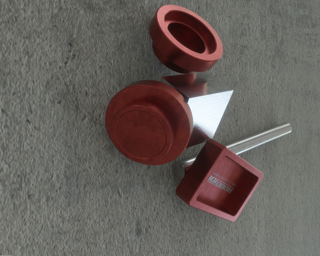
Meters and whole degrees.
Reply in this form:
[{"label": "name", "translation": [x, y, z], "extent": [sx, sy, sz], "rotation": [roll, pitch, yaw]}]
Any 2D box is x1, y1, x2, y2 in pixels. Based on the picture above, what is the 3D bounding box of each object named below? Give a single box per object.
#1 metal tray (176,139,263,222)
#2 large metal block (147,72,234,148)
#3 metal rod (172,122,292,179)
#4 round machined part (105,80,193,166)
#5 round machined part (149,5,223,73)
[{"label": "metal tray", "translation": [0.091, 0.081, 0.452], "extent": [0.130, 0.030, 0.090], "rotation": [32, 90, -43]}, {"label": "large metal block", "translation": [0.037, -0.022, 0.397], "extent": [0.081, 0.050, 0.079], "rotation": [-14, 134, -39]}, {"label": "metal rod", "translation": [0.139, 0.030, 0.523], "extent": [0.302, 0.025, 0.025], "rotation": [-14, 100, -39]}, {"label": "round machined part", "translation": [-0.015, 0.000, 0.342], "extent": [0.042, 0.098, 0.098], "rotation": [-57, 130, -62]}, {"label": "round machined part", "translation": [0.029, -0.109, 0.401], "extent": [0.099, 0.042, 0.098], "rotation": [18, 49, -22]}]
